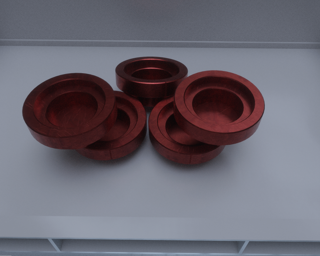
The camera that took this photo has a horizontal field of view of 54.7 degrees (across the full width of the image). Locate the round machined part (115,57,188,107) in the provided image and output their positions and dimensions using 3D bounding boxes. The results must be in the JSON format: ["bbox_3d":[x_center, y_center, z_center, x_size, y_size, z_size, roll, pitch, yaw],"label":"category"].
[{"bbox_3d":[-0.012,-0.063,0.432,0.099,0.042,0.098,1,32,-1],"label":"round machined part"}]

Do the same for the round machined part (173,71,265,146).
[{"bbox_3d":[0.064,-0.019,0.354,0.099,0.042,0.098,0,50,0],"label":"round machined part"}]

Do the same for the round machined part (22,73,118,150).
[{"bbox_3d":[-0.097,-0.015,0.350,0.099,0.042,0.098,0,50,0],"label":"round machined part"}]

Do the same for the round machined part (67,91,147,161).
[{"bbox_3d":[-0.065,0.001,0.391,0.099,0.042,0.098,0,50,0],"label":"round machined part"}]

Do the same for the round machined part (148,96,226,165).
[{"bbox_3d":[0.035,0.005,0.388,0.099,0.042,0.098,0,50,0],"label":"round machined part"}]
